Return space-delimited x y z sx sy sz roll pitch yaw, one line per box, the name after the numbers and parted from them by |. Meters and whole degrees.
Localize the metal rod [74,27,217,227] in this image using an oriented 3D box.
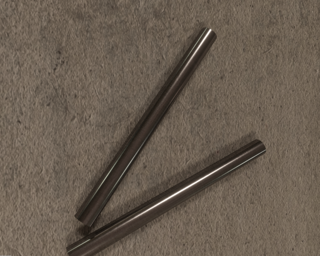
-0.012 -0.010 0.405 0.025 0.025 0.300 37 78 -17 | metal rod

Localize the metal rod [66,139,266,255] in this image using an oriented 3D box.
0.022 0.091 0.418 0.302 0.025 0.025 -26 99 -19 | metal rod
